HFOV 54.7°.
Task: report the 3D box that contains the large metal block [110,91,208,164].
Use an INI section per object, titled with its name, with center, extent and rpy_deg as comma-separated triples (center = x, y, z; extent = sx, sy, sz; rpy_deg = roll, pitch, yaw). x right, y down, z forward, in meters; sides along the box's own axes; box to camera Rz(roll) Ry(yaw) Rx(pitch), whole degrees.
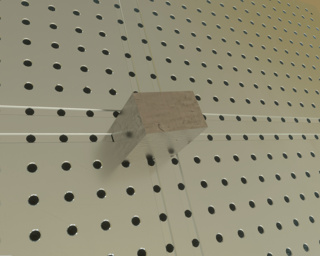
[large metal block]
center = -0.004, -0.001, 0.373
extent = 0.081, 0.080, 0.050
rpy_deg = -6, 65, -31
